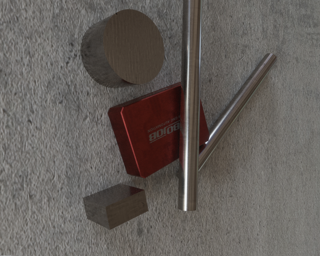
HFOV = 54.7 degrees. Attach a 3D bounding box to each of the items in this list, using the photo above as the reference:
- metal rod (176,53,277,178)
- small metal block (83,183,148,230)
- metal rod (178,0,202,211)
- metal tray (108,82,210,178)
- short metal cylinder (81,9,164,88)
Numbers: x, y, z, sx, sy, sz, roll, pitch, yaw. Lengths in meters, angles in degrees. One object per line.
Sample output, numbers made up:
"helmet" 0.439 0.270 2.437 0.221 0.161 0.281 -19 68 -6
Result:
"metal rod" 0.120 -0.029 0.504 0.301 0.025 0.025 -49 119 -29
"small metal block" -0.050 0.086 0.347 0.050 0.050 0.025 -16 101 -39
"metal rod" 0.039 -0.047 0.397 0.025 0.025 0.298 3 88 -40
"metal tray" 0.005 -0.003 0.405 0.131 0.030 0.089 -26 106 -37
"short metal cylinder" -0.042 -0.087 0.353 0.081 0.050 0.079 0 90 -40
